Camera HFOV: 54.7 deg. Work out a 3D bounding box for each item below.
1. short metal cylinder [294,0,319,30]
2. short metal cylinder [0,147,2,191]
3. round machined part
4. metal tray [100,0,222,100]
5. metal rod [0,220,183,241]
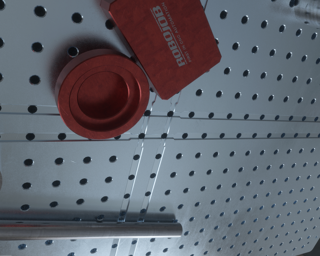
[{"bbox_3d":[0.230,-0.172,0.414,0.081,0.050,0.079,-14,124,-21],"label":"short metal cylinder"},{"bbox_3d":[-0.203,0.041,0.309,0.081,0.050,0.079,-14,124,-21],"label":"short metal cylinder"},{"bbox_3d":[-0.064,-0.039,0.341,0.099,0.042,0.097,-14,124,-21],"label":"round machined part"},{"bbox_3d":[0.007,-0.106,0.346,0.090,0.030,0.130,-37,129,-4],"label":"metal tray"},{"bbox_3d":[-0.091,0.149,0.453,0.302,0.025,0.025,13,112,-34],"label":"metal rod"}]
